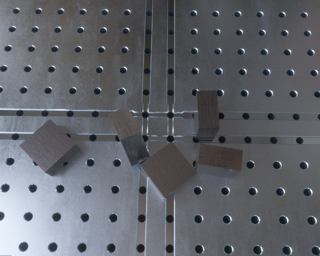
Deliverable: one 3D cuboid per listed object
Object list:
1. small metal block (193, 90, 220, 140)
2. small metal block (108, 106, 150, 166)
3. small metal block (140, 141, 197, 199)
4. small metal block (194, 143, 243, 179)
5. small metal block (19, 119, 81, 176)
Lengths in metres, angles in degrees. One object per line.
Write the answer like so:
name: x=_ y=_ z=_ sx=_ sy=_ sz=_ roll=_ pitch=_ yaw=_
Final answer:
small metal block: x=0.059 y=-0.015 z=0.404 sx=0.025 sy=0.050 sz=0.050 roll=-1 pitch=70 yaw=0
small metal block: x=-0.038 y=0.010 z=0.386 sx=0.025 sy=0.050 sz=0.050 roll=-24 pitch=45 yaw=-8
small metal block: x=0.010 y=0.054 z=0.392 sx=0.050 sy=0.025 sz=0.050 roll=-35 pitch=74 yaw=-12
small metal block: x=0.070 y=0.042 z=0.384 sx=0.050 sy=0.050 sz=0.025 roll=9 pitch=71 yaw=3
small metal block: x=-0.142 y=0.025 z=0.402 sx=0.050 sy=0.025 sz=0.050 roll=41 pitch=75 yaw=13
